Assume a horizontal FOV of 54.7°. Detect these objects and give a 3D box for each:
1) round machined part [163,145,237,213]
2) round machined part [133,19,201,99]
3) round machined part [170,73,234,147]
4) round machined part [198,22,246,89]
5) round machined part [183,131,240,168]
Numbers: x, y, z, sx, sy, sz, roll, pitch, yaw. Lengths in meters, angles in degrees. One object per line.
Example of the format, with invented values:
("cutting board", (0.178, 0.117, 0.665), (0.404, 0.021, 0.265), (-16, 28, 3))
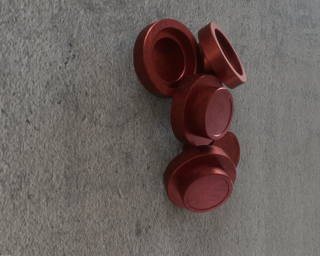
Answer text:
("round machined part", (0.057, 0.074, 0.412), (0.099, 0.042, 0.097), (-8, 124, -12))
("round machined part", (0.005, -0.086, 0.401), (0.099, 0.042, 0.097), (0, 90, -40))
("round machined part", (0.061, -0.021, 0.406), (0.099, 0.042, 0.097), (-17, 113, -45))
("round machined part", (0.082, -0.099, 0.448), (0.098, 0.042, 0.098), (40, 35, -35))
("round machined part", (0.084, 0.037, 0.468), (0.099, 0.042, 0.097), (0, 90, -40))
